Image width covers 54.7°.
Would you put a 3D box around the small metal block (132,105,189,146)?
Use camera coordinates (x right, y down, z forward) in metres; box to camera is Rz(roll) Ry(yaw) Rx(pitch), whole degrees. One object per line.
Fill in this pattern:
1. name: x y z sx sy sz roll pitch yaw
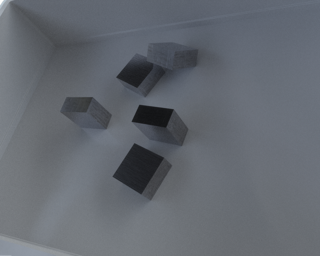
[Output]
1. small metal block: 0.001 -0.003 0.390 0.050 0.050 0.025 10 67 32

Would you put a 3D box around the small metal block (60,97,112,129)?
1. small metal block: -0.109 -0.022 0.458 0.050 0.050 0.025 3 63 29

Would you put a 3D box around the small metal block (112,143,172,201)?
1. small metal block: -0.022 0.053 0.383 0.050 0.025 0.050 23 74 36

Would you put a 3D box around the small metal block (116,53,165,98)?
1. small metal block: -0.029 -0.081 0.469 0.050 0.025 0.050 31 78 37

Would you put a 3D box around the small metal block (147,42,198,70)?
1. small metal block: 0.018 -0.104 0.441 0.050 0.050 0.025 28 122 37
